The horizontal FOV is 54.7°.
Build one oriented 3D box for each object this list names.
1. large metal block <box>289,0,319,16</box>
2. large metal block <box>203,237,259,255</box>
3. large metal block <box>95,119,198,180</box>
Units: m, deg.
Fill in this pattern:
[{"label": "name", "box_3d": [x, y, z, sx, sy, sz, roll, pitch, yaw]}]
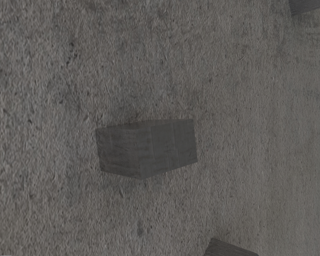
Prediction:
[{"label": "large metal block", "box_3d": [0.310, -0.281, 0.627, 0.050, 0.080, 0.080, -26, 107, -37]}, {"label": "large metal block", "box_3d": [0.103, 0.220, 0.455, 0.050, 0.080, 0.080, 48, 61, -29]}, {"label": "large metal block", "box_3d": [-0.016, 0.020, 0.355, 0.081, 0.080, 0.050, -11, 97, -40]}]
